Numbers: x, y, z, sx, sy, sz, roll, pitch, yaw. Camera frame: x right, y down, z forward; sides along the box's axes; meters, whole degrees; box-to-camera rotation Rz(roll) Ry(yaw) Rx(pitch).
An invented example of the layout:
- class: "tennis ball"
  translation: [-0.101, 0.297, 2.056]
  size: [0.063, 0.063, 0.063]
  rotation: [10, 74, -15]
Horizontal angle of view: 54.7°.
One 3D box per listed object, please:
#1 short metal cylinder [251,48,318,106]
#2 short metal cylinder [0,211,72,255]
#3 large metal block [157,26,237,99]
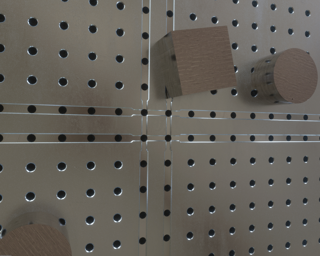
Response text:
- class: "short metal cylinder"
  translation: [0.187, -0.075, 0.468]
  size: [0.081, 0.050, 0.080]
  rotation: [0, 90, -20]
- class: "short metal cylinder"
  translation: [-0.142, 0.140, 0.347]
  size: [0.081, 0.050, 0.080]
  rotation: [0, 90, -20]
- class: "large metal block"
  translation: [0.049, -0.087, 0.417]
  size: [0.081, 0.050, 0.080]
  rotation: [-12, 94, -20]
